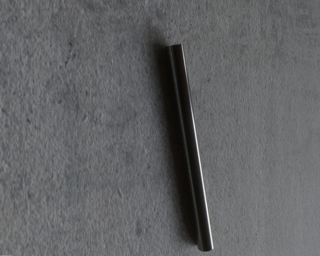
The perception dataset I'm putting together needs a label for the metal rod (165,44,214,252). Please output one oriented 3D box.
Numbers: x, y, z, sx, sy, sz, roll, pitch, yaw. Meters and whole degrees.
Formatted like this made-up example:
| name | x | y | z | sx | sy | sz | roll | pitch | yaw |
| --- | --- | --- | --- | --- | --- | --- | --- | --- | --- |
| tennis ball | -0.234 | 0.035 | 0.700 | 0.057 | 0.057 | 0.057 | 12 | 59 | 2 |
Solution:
| name | x | y | z | sx | sy | sz | roll | pitch | yaw |
| --- | --- | --- | --- | --- | --- | --- | --- | --- | --- |
| metal rod | 0.044 | 0.033 | 0.444 | 0.025 | 0.025 | 0.298 | -16 | 101 | -39 |
